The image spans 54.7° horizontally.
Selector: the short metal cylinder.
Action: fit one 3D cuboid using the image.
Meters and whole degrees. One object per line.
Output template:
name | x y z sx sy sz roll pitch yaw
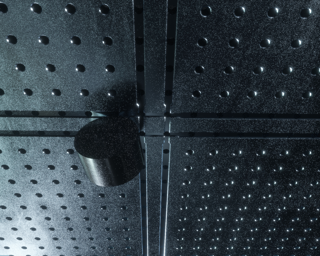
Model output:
short metal cylinder | -0.063 0.028 0.399 0.080 0.080 0.050 -5 130 4
